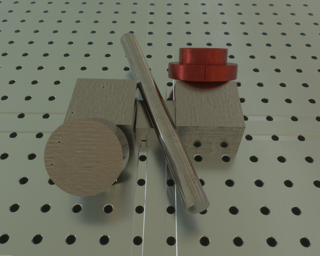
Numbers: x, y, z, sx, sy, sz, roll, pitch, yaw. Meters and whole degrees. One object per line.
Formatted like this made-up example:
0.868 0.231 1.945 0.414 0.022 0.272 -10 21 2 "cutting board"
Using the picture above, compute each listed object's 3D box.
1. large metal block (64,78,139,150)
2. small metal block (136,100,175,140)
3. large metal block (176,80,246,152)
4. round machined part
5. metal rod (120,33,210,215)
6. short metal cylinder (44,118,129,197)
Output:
-0.072 -0.019 0.408 0.080 0.050 0.080 2 50 1 "large metal block"
-0.005 -0.011 0.417 0.050 0.025 0.050 1 50 0 "small metal block"
0.061 -0.017 0.406 0.081 0.050 0.080 1 50 0 "large metal block"
0.061 -0.093 0.443 0.099 0.042 0.098 1 15 0 "round machined part"
-0.006 -0.030 0.399 0.025 0.025 0.300 -13 51 -11 "metal rod"
-0.077 0.029 0.339 0.080 0.050 0.079 0 93 1 "short metal cylinder"
